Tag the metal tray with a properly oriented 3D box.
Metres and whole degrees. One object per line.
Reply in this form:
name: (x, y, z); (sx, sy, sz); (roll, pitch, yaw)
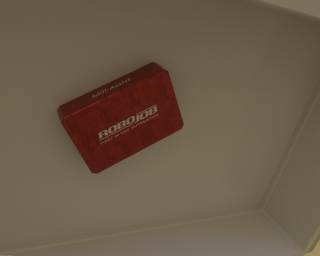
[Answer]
metal tray: (-0.042, -0.011, 0.375); (0.131, 0.030, 0.090); (-28, 128, -11)
